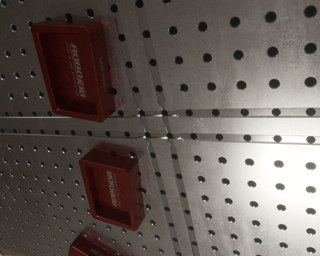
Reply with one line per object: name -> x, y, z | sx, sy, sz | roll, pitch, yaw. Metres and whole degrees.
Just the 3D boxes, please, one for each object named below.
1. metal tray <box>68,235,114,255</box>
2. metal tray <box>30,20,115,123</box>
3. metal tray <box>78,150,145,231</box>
metal tray -> -0.132, 0.293, 0.656 | 0.130, 0.030, 0.089 | 27, 128, 11
metal tray -> -0.115, -0.076, 0.419 | 0.090, 0.030, 0.129 | 10, 123, 22
metal tray -> -0.077, 0.104, 0.510 | 0.090, 0.030, 0.129 | 9, 123, 22
